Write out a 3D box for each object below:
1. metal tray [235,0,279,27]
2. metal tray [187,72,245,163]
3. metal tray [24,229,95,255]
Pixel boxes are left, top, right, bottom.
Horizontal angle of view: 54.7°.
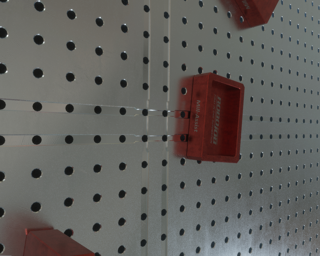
[{"bbox_3d":[0.161,-0.257,0.543,0.130,0.030,0.090,45,63,-31],"label":"metal tray"},{"bbox_3d":[0.089,-0.013,0.483,0.091,0.030,0.129,9,84,-40],"label":"metal tray"},{"bbox_3d":[-0.101,0.170,0.283,0.030,0.090,0.129,11,83,-40],"label":"metal tray"}]
